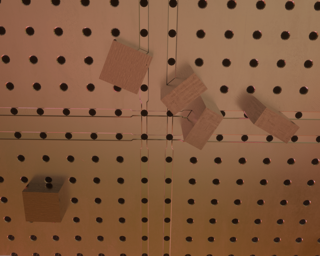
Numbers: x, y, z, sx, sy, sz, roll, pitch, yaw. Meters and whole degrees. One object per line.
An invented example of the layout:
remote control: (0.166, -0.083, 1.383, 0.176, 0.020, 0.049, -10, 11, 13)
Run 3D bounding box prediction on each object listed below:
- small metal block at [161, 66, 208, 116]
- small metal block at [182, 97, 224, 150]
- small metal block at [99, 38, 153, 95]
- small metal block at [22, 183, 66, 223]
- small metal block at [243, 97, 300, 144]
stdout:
small metal block: (0.028, -0.047, 0.383, 0.050, 0.050, 0.025, -38, 106, 13)
small metal block: (0.053, -0.007, 0.398, 0.025, 0.050, 0.050, 29, 108, -10)
small metal block: (-0.041, -0.077, 0.385, 0.050, 0.025, 0.050, 22, 109, -8)
small metal block: (-0.168, 0.109, 0.452, 0.050, 0.025, 0.050, 2, 110, -1)
small metal block: (0.141, -0.011, 0.397, 0.050, 0.050, 0.025, 29, 108, -10)
